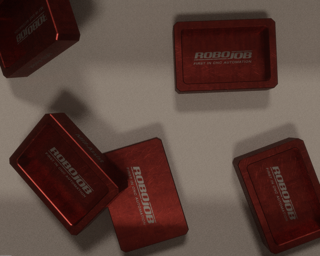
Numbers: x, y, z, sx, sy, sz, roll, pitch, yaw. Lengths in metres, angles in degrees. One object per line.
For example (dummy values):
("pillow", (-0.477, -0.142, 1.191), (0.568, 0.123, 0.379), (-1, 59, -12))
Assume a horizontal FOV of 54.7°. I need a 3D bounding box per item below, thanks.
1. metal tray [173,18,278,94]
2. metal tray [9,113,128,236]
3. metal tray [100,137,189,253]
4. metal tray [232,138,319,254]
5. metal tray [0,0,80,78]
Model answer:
("metal tray", (0.084, -0.094, 0.409), (0.131, 0.030, 0.089), (-3, 90, -1))
("metal tray", (-0.115, 0.055, 0.386), (0.130, 0.030, 0.090), (46, 105, 8))
("metal tray", (-0.024, 0.086, 0.409), (0.090, 0.030, 0.129), (-17, 90, -1))
("metal tray", (0.163, 0.087, 0.411), (0.090, 0.030, 0.129), (-21, 90, -1))
("metal tray", (-0.156, -0.123, 0.369), (0.130, 0.030, 0.090), (-17, 91, 39))
